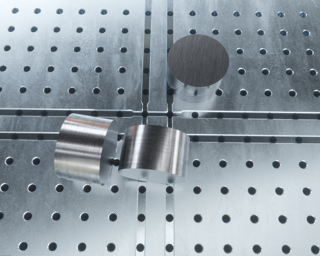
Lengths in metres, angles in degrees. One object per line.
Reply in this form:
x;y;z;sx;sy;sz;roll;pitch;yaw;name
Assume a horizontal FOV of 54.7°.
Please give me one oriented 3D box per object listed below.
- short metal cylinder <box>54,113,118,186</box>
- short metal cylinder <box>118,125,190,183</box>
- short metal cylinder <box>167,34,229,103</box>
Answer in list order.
-0.085;0.025;0.373;0.050;0.080;0.080;9;70;3;short metal cylinder
-0.006;0.034;0.370;0.080;0.080;0.050;6;70;2;short metal cylinder
0.050;-0.081;0.428;0.081;0.050;0.080;0;70;0;short metal cylinder
